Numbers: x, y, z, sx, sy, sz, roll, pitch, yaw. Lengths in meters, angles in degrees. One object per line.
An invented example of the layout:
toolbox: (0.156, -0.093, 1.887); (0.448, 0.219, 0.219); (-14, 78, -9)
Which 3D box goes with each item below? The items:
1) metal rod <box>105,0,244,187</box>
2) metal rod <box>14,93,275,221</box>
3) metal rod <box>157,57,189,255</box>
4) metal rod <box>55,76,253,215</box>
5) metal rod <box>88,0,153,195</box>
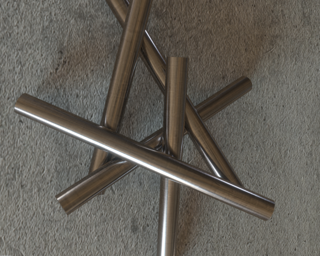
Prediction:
metal rod: (0.015, -0.047, 0.381); (0.025, 0.025, 0.299); (-31, 88, -17)
metal rod: (-0.017, 0.032, 0.346); (0.301, 0.025, 0.025); (23, 82, 0)
metal rod: (0.013, 0.066, 0.378); (0.025, 0.025, 0.298); (-2, 104, -20)
metal rod: (0.010, 0.009, 0.393); (0.302, 0.025, 0.025); (-33, 101, -24)
metal rod: (-0.042, -0.066, 0.363); (0.025, 0.025, 0.298); (12, 97, -20)
